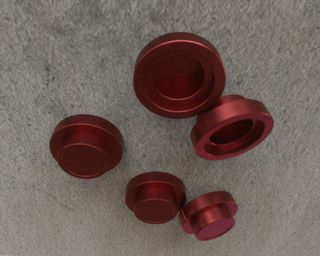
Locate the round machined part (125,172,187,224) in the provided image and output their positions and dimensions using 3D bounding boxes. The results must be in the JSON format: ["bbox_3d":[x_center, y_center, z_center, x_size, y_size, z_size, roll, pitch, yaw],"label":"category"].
[{"bbox_3d":[-0.007,0.118,0.496,0.099,0.042,0.097,-1,130,0],"label":"round machined part"}]

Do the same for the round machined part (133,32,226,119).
[{"bbox_3d":[0.021,-0.061,0.345,0.099,0.042,0.097,0,130,0],"label":"round machined part"}]

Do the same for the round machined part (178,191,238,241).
[{"bbox_3d":[0.083,0.149,0.506,0.099,0.042,0.097,-13,138,-12],"label":"round machined part"}]

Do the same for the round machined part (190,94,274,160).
[{"bbox_3d":[0.084,-0.004,0.381,0.099,0.042,0.098,-12,146,-8],"label":"round machined part"}]

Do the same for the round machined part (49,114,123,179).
[{"bbox_3d":[-0.101,0.032,0.422,0.099,0.042,0.097,-1,130,0],"label":"round machined part"}]
